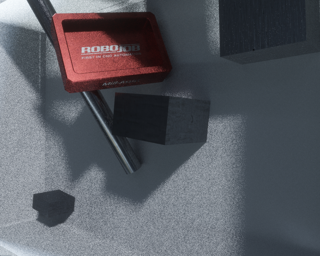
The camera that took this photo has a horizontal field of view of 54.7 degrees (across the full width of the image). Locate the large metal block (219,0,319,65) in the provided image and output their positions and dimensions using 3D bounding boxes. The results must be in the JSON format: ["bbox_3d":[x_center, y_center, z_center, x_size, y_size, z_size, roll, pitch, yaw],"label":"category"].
[{"bbox_3d":[0.106,-0.111,0.302,0.080,0.050,0.079,-2,89,39],"label":"large metal block"}]

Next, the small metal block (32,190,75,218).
[{"bbox_3d":[-0.185,0.130,0.540,0.050,0.050,0.025,12,98,39],"label":"small metal block"}]

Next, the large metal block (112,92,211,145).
[{"bbox_3d":[0.002,-0.012,0.367,0.080,0.081,0.050,9,96,39],"label":"large metal block"}]

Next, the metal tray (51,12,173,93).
[{"bbox_3d":[-0.059,-0.097,0.385,0.030,0.131,0.090,-44,60,62],"label":"metal tray"}]

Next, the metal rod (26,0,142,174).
[{"bbox_3d":[-0.106,-0.071,0.409,0.025,0.025,0.299,-19,104,38],"label":"metal rod"}]
